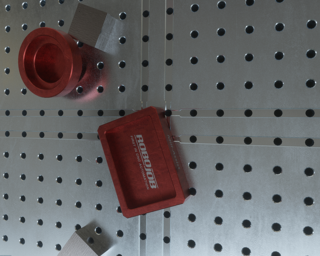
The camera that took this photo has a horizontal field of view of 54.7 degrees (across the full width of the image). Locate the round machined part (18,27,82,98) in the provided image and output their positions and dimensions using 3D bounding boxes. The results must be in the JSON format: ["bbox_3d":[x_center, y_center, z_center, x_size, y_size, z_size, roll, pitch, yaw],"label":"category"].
[{"bbox_3d":[-0.154,-0.093,0.452,0.098,0.042,0.097,3,98,23],"label":"round machined part"}]

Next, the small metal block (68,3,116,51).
[{"bbox_3d":[-0.099,-0.145,0.446,0.050,0.025,0.050,25,98,18],"label":"small metal block"}]

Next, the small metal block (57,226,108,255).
[{"bbox_3d":[-0.113,0.182,0.451,0.050,0.025,0.050,40,102,15],"label":"small metal block"}]

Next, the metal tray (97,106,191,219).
[{"bbox_3d":[-0.022,0.046,0.416,0.090,0.030,0.129,-20,84,18],"label":"metal tray"}]
